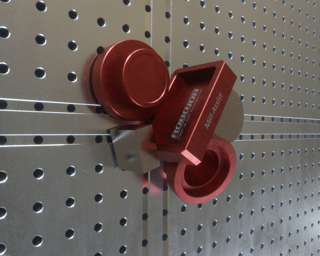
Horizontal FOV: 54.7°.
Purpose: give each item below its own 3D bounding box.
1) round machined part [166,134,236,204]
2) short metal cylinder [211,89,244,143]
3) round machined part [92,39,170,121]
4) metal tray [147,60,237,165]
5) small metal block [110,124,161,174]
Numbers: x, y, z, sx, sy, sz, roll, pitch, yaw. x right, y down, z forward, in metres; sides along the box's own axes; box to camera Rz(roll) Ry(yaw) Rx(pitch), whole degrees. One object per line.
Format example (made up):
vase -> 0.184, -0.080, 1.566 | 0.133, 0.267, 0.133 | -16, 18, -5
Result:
round machined part -> 0.052, 0.051, 0.422 | 0.099, 0.042, 0.097 | -12, 116, -24
short metal cylinder -> 0.078, -0.018, 0.453 | 0.081, 0.050, 0.079 | 0, 90, -40
round machined part -> -0.027, -0.057, 0.370 | 0.099, 0.042, 0.097 | 0, 90, -40
metal tray -> 0.033, -0.021, 0.389 | 0.030, 0.090, 0.130 | 40, 65, -33
small metal block -> -0.030, 0.023, 0.363 | 0.025, 0.050, 0.050 | -20, 103, -38
